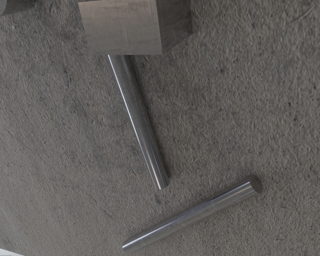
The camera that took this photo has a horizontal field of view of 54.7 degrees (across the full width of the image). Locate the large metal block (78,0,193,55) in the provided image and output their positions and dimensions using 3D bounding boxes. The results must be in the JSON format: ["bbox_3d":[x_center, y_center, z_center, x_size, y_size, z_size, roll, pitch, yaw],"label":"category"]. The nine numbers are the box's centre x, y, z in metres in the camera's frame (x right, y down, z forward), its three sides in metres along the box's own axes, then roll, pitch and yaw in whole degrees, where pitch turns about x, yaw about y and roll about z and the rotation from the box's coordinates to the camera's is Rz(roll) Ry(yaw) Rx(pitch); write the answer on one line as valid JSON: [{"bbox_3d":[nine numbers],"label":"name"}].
[{"bbox_3d":[-0.020,-0.110,0.314,0.080,0.080,0.050,6,121,25],"label":"large metal block"}]

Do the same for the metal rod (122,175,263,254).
[{"bbox_3d":[0.031,0.145,0.479,0.025,0.025,0.299,46,129,-4],"label":"metal rod"}]

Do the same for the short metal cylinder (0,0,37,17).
[{"bbox_3d":[-0.201,-0.182,0.384,0.080,0.050,0.079,13,124,21],"label":"short metal cylinder"}]

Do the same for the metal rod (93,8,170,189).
[{"bbox_3d":[-0.039,-0.048,0.397,0.025,0.025,0.298,-3,117,30],"label":"metal rod"}]
